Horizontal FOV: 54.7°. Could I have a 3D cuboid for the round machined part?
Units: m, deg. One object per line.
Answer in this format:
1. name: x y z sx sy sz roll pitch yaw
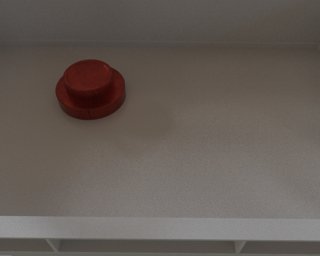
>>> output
1. round machined part: -0.100 -0.061 0.444 0.099 0.042 0.098 0 50 0
